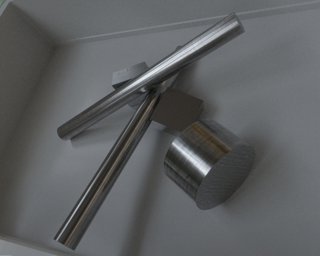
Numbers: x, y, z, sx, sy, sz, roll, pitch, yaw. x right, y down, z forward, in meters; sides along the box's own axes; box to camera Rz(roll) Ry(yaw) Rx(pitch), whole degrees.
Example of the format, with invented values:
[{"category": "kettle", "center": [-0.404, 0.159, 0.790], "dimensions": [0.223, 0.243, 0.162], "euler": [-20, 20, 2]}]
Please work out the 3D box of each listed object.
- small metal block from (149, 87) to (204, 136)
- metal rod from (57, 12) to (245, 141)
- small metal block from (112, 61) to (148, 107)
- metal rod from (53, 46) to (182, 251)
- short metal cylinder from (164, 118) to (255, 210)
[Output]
[{"category": "small metal block", "center": [0.022, -0.018, 0.395], "dimensions": [0.050, 0.025, 0.050], "euler": [24, 73, 16]}, {"category": "metal rod", "center": [-0.031, -0.054, 0.408], "dimensions": [0.300, 0.025, 0.025], "euler": [-28, 51, 27]}, {"category": "small metal block", "center": [-0.033, -0.061, 0.442], "dimensions": [0.050, 0.050, 0.025], "euler": [-16, 51, 19]}, {"category": "metal rod", "center": [-0.032, 0.004, 0.387], "dimensions": [0.025, 0.025, 0.300], "euler": [11, 57, 32]}, {"category": "short metal cylinder", "center": [0.051, 0.037, 0.320], "dimensions": [0.080, 0.080, 0.050], "euler": [-46, 51, -4]}]
